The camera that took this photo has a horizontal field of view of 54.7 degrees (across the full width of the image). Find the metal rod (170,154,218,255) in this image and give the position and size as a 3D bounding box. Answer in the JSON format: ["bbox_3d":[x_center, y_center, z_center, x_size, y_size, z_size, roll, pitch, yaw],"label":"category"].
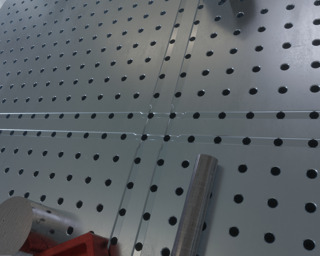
[{"bbox_3d":[0.012,0.167,0.299,0.025,0.025,0.300,4,64,30],"label":"metal rod"}]

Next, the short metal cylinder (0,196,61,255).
[{"bbox_3d":[-0.179,0.135,0.403,0.080,0.050,0.080,-13,56,21],"label":"short metal cylinder"}]

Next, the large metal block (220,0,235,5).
[{"bbox_3d":[0.090,-0.250,0.479,0.050,0.080,0.080,-43,51,-1],"label":"large metal block"}]

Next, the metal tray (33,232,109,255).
[{"bbox_3d":[-0.097,0.193,0.337,0.090,0.030,0.130,-25,53,12],"label":"metal tray"}]
